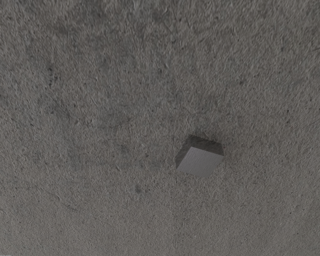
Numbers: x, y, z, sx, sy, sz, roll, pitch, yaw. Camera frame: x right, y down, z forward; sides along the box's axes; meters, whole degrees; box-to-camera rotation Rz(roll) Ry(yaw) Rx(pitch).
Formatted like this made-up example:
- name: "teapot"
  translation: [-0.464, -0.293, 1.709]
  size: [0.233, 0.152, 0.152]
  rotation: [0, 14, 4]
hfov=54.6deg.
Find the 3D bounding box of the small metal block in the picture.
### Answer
- name: "small metal block"
  translation: [0.056, 0.041, 0.442]
  size: [0.050, 0.025, 0.050]
  rotation: [17, 128, -14]
